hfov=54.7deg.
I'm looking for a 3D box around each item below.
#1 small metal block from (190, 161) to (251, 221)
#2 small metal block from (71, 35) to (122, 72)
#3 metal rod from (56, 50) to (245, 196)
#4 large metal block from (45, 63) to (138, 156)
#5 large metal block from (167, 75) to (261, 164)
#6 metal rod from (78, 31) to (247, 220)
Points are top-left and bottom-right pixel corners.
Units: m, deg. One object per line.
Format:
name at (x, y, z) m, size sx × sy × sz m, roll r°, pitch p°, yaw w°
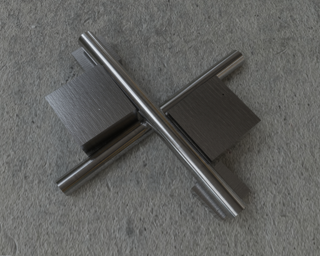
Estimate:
small metal block at (0.073, 0.078, 0.382) m, size 0.050 × 0.025 × 0.050 m, roll -41°, pitch 75°, yaw -14°
small metal block at (-0.089, -0.097, 0.445) m, size 0.050 × 0.025 × 0.050 m, roll -36°, pitch 74°, yaw -12°
metal rod at (-0.004, -0.014, 0.415) m, size 0.301 × 0.025 × 0.025 m, roll -37°, pitch 74°, yaw -13°
large metal block at (-0.085, -0.022, 0.402) m, size 0.080 × 0.050 × 0.080 m, roll -35°, pitch 74°, yaw -12°
large metal block at (0.066, -0.006, 0.399) m, size 0.080 × 0.050 × 0.080 m, roll -37°, pitch 74°, yaw -13°
metal rod at (-0.007, -0.014, 0.387) m, size 0.025 × 0.025 × 0.300 m, roll -38°, pitch 75°, yaw -13°
